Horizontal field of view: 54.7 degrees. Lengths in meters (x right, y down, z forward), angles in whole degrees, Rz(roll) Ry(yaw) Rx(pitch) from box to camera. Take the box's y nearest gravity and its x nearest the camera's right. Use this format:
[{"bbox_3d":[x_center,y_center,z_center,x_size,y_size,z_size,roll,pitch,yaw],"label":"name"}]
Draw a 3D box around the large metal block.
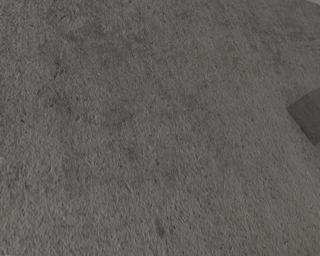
[{"bbox_3d":[0.291,-0.026,0.560,0.081,0.050,0.080,-21,73,-36],"label":"large metal block"}]
